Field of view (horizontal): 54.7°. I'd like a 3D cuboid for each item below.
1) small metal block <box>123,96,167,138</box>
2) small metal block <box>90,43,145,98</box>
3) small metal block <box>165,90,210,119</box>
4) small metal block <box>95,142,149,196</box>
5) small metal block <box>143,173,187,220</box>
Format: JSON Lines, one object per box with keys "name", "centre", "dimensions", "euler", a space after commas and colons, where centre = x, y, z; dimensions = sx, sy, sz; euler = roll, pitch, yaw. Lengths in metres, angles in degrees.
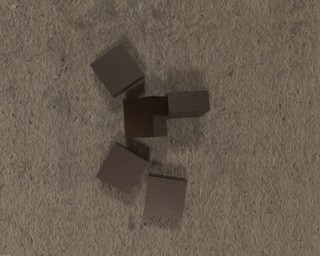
{"name": "small metal block", "centre": [-0.019, -0.013, 0.397], "dimensions": [0.050, 0.025, 0.050], "euler": [-3, 90, 40]}
{"name": "small metal block", "centre": [-0.055, -0.075, 0.409], "dimensions": [0.050, 0.025, 0.050], "euler": [-35, 90, 0]}
{"name": "small metal block", "centre": [0.032, -0.029, 0.394], "dimensions": [0.050, 0.050, 0.025], "euler": [-3, 83, -7]}
{"name": "small metal block", "centre": [-0.049, 0.053, 0.409], "dimensions": [0.050, 0.025, 0.050], "euler": [30, 90, -1]}
{"name": "small metal block", "centre": [0.007, 0.090, 0.410], "dimensions": [0.050, 0.025, 0.050], "euler": [8, 90, -1]}
